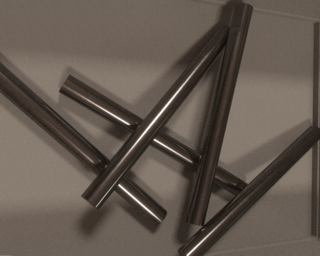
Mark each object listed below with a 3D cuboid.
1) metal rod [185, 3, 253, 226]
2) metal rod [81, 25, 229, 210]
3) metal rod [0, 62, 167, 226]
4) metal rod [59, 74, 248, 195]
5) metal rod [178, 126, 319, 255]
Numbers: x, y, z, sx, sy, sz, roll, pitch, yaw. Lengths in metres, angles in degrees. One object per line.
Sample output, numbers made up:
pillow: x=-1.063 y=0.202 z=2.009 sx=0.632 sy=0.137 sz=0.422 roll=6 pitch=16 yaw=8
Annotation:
metal rod: x=0.080 y=-0.022 z=0.414 sx=0.025 sy=0.025 sz=0.299 roll=16 pitch=84 yaw=-20
metal rod: x=0.010 y=-0.028 z=0.393 sx=0.025 sy=0.025 sz=0.301 roll=44 pitch=68 yaw=-15
metal rod: x=-0.103 y=0.017 z=0.372 sx=0.300 sy=0.025 sz=0.025 roll=45 pitch=76 yaw=-15
metal rod: x=0.008 y=0.022 z=0.414 sx=0.301 sy=0.025 sz=0.025 roll=32 pitch=80 yaw=-18
metal rod: x=0.142 y=0.082 z=0.440 sx=0.302 sy=0.025 sz=0.025 roll=-34 pitch=101 yaw=-27
